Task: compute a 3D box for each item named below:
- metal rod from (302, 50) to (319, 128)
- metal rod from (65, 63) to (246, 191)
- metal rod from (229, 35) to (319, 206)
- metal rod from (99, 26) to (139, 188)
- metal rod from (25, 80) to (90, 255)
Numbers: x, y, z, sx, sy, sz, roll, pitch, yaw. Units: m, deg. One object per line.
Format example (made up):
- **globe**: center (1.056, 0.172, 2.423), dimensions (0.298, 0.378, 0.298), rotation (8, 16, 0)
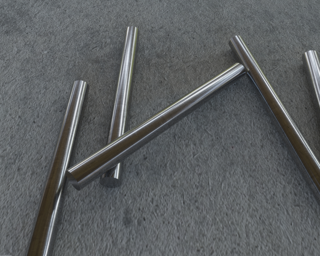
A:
- **metal rod**: center (0.223, -0.002, 0.405), dimensions (0.025, 0.025, 0.300), rotation (6, 50, 5)
- **metal rod**: center (0.016, -0.018, 0.397), dimensions (0.025, 0.025, 0.302), rotation (37, 53, 27)
- **metal rod**: center (0.157, -0.034, 0.432), dimensions (0.025, 0.025, 0.300), rotation (-8, 51, -7)
- **metal rod**: center (-0.052, -0.053, 0.447), dimensions (0.025, 0.025, 0.300), rotation (1, 50, 1)
- **metal rod**: center (-0.116, 0.054, 0.356), dimensions (0.025, 0.025, 0.300), rotation (0, 50, 0)
